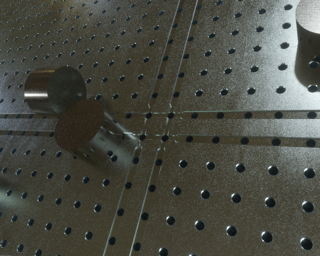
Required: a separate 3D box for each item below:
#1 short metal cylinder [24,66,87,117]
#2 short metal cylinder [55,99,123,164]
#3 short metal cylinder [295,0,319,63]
[{"bbox_3d":[-0.164,-0.057,0.491,0.050,0.080,0.080,4,64,29],"label":"short metal cylinder"},{"bbox_3d":[-0.100,0.005,0.440,0.080,0.050,0.080,-13,56,20],"label":"short metal cylinder"},{"bbox_3d":[0.203,-0.122,0.361,0.080,0.050,0.080,-13,57,20],"label":"short metal cylinder"}]
